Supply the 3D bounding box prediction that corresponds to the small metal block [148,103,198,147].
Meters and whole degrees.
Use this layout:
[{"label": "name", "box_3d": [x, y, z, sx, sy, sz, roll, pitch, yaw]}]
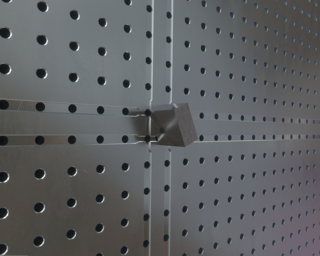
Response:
[{"label": "small metal block", "box_3d": [0.017, -0.004, 0.406, 0.025, 0.050, 0.050, -28, 108, -36]}]
